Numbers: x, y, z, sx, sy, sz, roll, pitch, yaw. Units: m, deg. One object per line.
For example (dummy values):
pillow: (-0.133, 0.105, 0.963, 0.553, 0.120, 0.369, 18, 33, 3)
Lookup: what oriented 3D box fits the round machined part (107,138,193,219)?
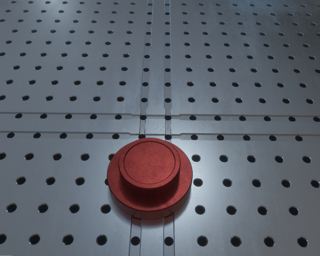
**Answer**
round machined part: (-0.012, 0.050, 0.355, 0.099, 0.042, 0.098, 0, 50, 0)
